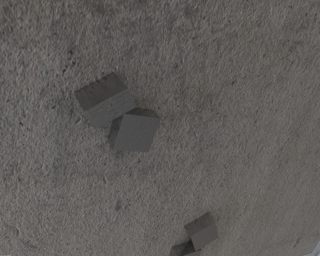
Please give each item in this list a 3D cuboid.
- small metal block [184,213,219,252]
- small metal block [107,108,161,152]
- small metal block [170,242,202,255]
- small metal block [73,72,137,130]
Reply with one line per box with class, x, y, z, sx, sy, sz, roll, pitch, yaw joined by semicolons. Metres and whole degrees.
small metal block;0.076;0.190;0.566;0.050;0.025;0.050;-26;128;-12
small metal block;-0.033;0.002;0.390;0.050;0.025;0.050;6;115;-31
small metal block;0.046;0.243;0.582;0.050;0.025;0.050;-6;121;-25
small metal block;-0.061;-0.031;0.338;0.050;0.050;0.025;-29;128;-10
